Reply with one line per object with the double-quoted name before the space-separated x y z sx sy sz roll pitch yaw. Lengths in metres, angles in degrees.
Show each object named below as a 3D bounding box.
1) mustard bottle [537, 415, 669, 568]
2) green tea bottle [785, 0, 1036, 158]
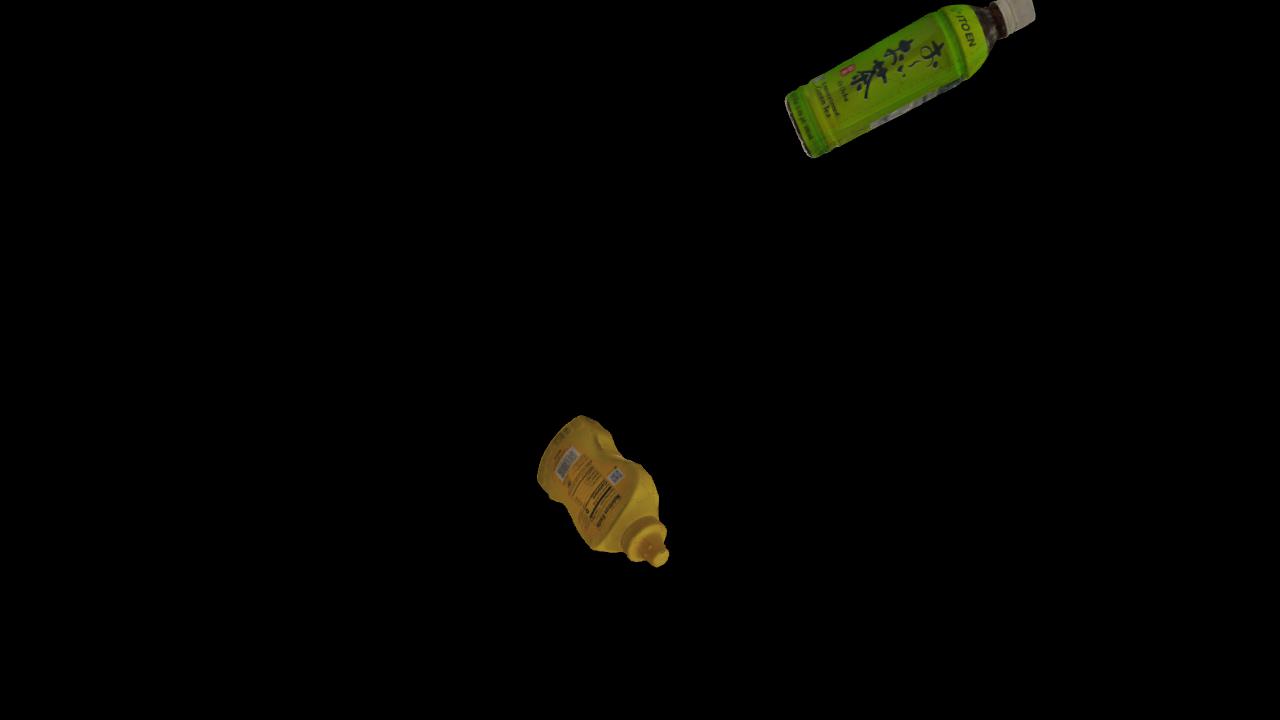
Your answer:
"mustard bottle" -0.031 0.134 0.595 0.054 0.092 0.184 38 -1 -43
"green tea bottle" 0.245 -0.268 0.572 0.212 0.073 0.073 -22 -9 23
